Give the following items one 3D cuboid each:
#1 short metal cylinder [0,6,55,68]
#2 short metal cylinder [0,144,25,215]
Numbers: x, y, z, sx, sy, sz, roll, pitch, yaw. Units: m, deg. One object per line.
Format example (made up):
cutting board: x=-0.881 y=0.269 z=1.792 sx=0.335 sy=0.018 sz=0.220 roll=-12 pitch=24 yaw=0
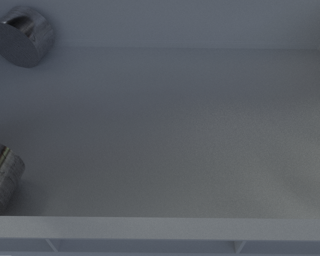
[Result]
short metal cylinder: x=-0.215 y=-0.142 z=0.486 sx=0.080 sy=0.080 sz=0.050 roll=13 pitch=51 yaw=10
short metal cylinder: x=-0.192 y=0.051 z=0.324 sx=0.080 sy=0.080 sz=0.050 roll=6 pitch=50 yaw=4
